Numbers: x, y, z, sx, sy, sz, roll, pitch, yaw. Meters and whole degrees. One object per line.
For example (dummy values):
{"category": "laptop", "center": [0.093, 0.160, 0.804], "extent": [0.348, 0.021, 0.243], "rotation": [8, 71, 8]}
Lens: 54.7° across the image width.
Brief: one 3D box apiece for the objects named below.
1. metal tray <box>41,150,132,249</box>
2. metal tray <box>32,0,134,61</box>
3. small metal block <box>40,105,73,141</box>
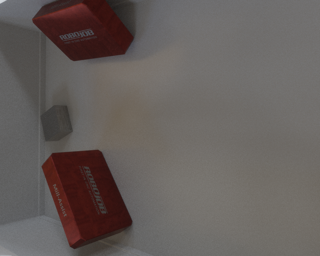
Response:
{"category": "metal tray", "center": [-0.105, 0.096, 0.448], "extent": [0.030, 0.091, 0.130], "rotation": [-42, 65, 32]}
{"category": "metal tray", "center": [-0.114, -0.144, 0.454], "extent": [0.130, 0.090, 0.030], "rotation": [4, 59, 39]}
{"category": "small metal block", "center": [-0.187, -0.008, 0.558], "extent": [0.050, 0.025, 0.050], "rotation": [-27, 73, 36]}
